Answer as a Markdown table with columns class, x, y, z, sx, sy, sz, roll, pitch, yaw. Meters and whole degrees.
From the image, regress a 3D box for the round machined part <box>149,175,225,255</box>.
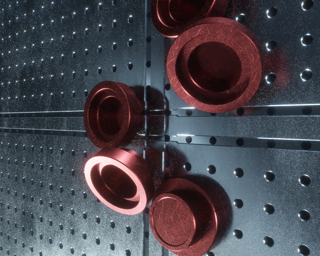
| class | x | y | z | sx | sy | sz | roll | pitch | yaw |
| --- | --- | --- | --- | --- | --- | --- | --- | --- | --- |
| round machined part | 0.025 | 0.109 | 0.376 | 0.098 | 0.042 | 0.097 | 0 | 90 | 39 |

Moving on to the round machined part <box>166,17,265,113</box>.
| class | x | y | z | sx | sy | sz | roll | pitch | yaw |
| --- | --- | --- | --- | --- | --- | --- | --- | --- | --- |
| round machined part | 0.060 | -0.068 | 0.328 | 0.098 | 0.042 | 0.097 | 11 | 126 | 16 |

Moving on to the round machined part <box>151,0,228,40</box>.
| class | x | y | z | sx | sy | sz | roll | pitch | yaw |
| --- | --- | --- | --- | --- | --- | --- | --- | --- | --- |
| round machined part | 0.039 | -0.147 | 0.359 | 0.098 | 0.042 | 0.097 | -8 | 78 | 42 |

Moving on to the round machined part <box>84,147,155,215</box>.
| class | x | y | z | sx | sy | sz | roll | pitch | yaw |
| --- | --- | --- | --- | --- | --- | --- | --- | --- | --- |
| round machined part | -0.050 | 0.066 | 0.419 | 0.098 | 0.042 | 0.097 | 16 | 127 | 23 |

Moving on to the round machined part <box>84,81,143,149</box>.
| class | x | y | z | sx | sy | sz | roll | pitch | yaw |
| --- | --- | --- | --- | --- | --- | --- | --- | --- | --- |
| round machined part | -0.064 | -0.017 | 0.448 | 0.098 | 0.042 | 0.097 | 0 | 90 | 39 |
